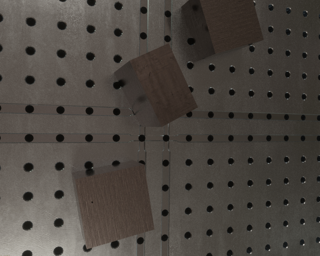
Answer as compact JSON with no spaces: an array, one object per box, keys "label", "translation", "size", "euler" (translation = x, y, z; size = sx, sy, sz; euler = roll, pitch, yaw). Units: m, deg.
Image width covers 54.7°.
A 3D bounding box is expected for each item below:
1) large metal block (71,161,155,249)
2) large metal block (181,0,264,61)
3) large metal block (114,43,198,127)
[{"label":"large metal block","translation":[-0.059,0.089,0.379],"size":[0.081,0.050,0.079],"euler":[-10,94,-20]},{"label":"large metal block","translation":[0.087,-0.147,0.433],"size":[0.081,0.050,0.080],"euler":[-20,97,-19]},{"label":"large metal block","translation":[-0.008,-0.048,0.381],"size":[0.050,0.080,0.080],"euler":[-29,100,-18]}]
